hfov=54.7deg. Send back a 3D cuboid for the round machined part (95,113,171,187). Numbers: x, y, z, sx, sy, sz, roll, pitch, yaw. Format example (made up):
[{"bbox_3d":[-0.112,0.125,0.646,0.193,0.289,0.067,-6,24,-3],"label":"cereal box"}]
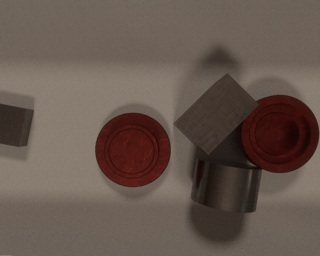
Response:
[{"bbox_3d":[-0.035,0.029,0.403,0.099,0.042,0.097,0,90,-1],"label":"round machined part"}]

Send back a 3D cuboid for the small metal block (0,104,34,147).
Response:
[{"bbox_3d":[-0.201,-0.005,0.409,0.050,0.025,0.050,11,90,-1],"label":"small metal block"}]

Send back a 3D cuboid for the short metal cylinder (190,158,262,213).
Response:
[{"bbox_3d":[0.082,0.068,0.385,0.081,0.080,0.050,9,90,-1],"label":"short metal cylinder"}]

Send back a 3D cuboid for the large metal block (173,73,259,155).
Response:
[{"bbox_3d":[0.064,-0.016,0.385,0.080,0.080,0.050,-45,91,0],"label":"large metal block"}]

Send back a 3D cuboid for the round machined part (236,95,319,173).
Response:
[{"bbox_3d":[0.149,0.007,0.405,0.099,0.042,0.097,0,90,-1],"label":"round machined part"}]
